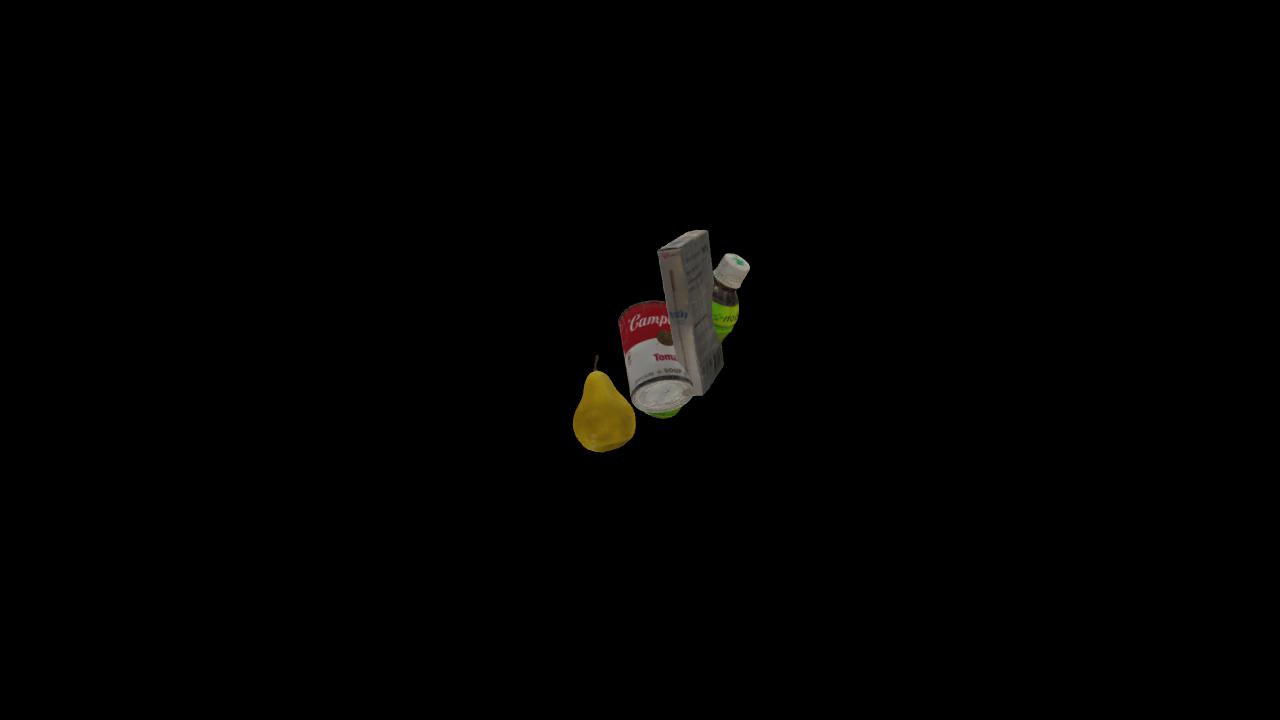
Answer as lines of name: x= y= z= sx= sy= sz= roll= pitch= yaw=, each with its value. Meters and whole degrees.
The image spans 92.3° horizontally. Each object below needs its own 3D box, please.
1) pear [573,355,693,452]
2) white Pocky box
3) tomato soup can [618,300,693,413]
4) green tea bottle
pear: x=-0.050 y=0.053 z=0.742 sx=0.080 sy=0.111 sz=0.080 roll=-16 pitch=-20 yaw=-6
white Pocky box: x=0.056 y=-0.049 z=0.631 sx=0.028 sy=0.154 sz=0.084 roll=0 pitch=22 yaw=26
tomato soup can: x=0.016 y=-0.003 z=0.651 sx=0.068 sy=0.101 sz=0.068 roll=-7 pitch=-33 yaw=-4
green tea bottle: x=0.059 y=-0.027 z=0.698 sx=0.073 sy=0.212 sz=0.073 roll=19 pitch=33 yaw=-13
